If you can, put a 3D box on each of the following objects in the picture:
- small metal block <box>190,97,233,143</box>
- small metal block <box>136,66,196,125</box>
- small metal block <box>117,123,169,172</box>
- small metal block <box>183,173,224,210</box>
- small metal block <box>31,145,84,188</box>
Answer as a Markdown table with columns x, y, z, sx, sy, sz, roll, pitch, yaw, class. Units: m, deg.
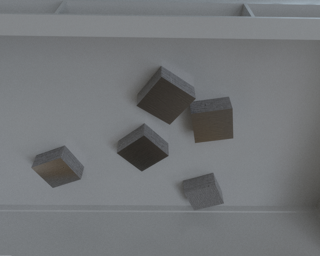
| x | y | z | sx | sy | sz | roll | pitch | yaw | class |
| --- | --- | --- | --- | --- | --- | --- | --- | --- | --- |
| 0.067 | -0.010 | 0.401 | 0.050 | 0.025 | 0.050 | -7 | 130 | 6 | small metal block |
| 0.007 | -0.039 | 0.376 | 0.050 | 0.025 | 0.050 | 29 | 124 | -23 | small metal block |
| -0.023 | 0.028 | 0.433 | 0.050 | 0.025 | 0.050 | -33 | 123 | 25 | small metal block |
| 0.070 | 0.103 | 0.497 | 0.050 | 0.025 | 0.050 | -17 | 128 | 14 | small metal block |
| -0.149 | 0.058 | 0.457 | 0.050 | 0.025 | 0.050 | -19 | 128 | 15 | small metal block |
